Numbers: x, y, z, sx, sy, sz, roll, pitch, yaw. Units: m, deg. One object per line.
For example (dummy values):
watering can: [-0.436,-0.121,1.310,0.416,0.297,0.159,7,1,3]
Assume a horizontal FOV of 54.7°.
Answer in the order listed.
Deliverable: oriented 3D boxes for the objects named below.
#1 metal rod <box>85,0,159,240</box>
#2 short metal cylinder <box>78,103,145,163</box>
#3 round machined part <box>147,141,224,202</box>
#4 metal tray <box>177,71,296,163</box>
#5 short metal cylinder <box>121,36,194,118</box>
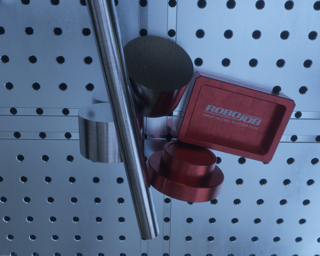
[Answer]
metal rod: [-0.035,0.001,0.333,0.025,0.025,0.298,-8,116,3]
short metal cylinder: [-0.059,0.003,0.385,0.081,0.080,0.050,2,110,-1]
round machined part: [0.034,0.049,0.393,0.099,0.098,0.042,11,109,-4]
metal tray: [0.096,-0.013,0.406,0.131,0.030,0.089,14,110,-6]
short metal cylinder: [-0.008,-0.059,0.355,0.080,0.080,0.050,16,146,-6]
